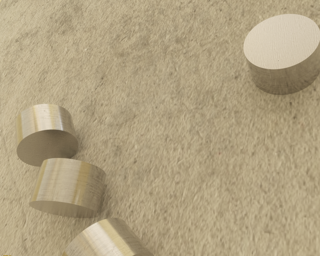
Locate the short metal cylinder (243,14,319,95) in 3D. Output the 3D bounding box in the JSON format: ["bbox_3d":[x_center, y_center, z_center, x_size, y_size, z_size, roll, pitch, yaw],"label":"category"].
[{"bbox_3d":[0.144,-0.086,0.365,0.080,0.050,0.080,-13,56,20],"label":"short metal cylinder"}]

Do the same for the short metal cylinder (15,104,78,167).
[{"bbox_3d":[-0.163,0.011,0.445,0.080,0.080,0.050,-31,52,8],"label":"short metal cylinder"}]

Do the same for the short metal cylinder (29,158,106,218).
[{"bbox_3d":[-0.111,0.076,0.379,0.080,0.080,0.050,-8,59,24],"label":"short metal cylinder"}]

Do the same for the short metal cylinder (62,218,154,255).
[{"bbox_3d":[-0.052,0.138,0.310,0.080,0.080,0.050,-49,52,-6],"label":"short metal cylinder"}]
